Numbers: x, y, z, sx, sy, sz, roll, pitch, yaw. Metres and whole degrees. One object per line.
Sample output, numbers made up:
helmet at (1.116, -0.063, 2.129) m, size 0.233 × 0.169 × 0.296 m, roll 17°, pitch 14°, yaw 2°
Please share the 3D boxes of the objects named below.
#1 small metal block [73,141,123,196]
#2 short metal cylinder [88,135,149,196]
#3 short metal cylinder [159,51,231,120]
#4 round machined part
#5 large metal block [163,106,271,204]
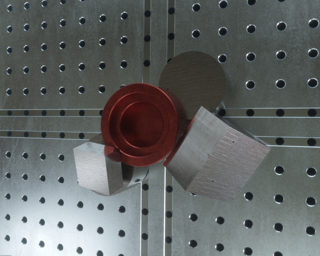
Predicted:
small metal block at (-0.074, 0.048, 0.372) m, size 0.050 × 0.025 × 0.050 m, roll 9°, pitch 113°, yaw 31°
short metal cylinder at (-0.061, 0.047, 0.420) m, size 0.080 × 0.050 × 0.079 m, roll 0°, pitch 90°, yaw 20°
short metal cylinder at (0.045, -0.050, 0.383) m, size 0.080 × 0.050 × 0.079 m, roll 0°, pitch 90°, yaw 20°
round machined part at (-0.019, -0.004, 0.379) m, size 0.098 × 0.042 × 0.097 m, roll 0°, pitch 90°, yaw 20°
large metal block at (0.065, 0.033, 0.353) m, size 0.080 × 0.080 × 0.050 m, roll -57°, pitch 39°, yaw 11°
